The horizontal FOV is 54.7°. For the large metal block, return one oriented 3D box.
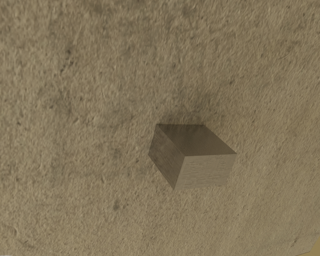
[{"bbox_3d":[0.041,0.036,0.418,0.081,0.080,0.050,0,118,-29],"label":"large metal block"}]
